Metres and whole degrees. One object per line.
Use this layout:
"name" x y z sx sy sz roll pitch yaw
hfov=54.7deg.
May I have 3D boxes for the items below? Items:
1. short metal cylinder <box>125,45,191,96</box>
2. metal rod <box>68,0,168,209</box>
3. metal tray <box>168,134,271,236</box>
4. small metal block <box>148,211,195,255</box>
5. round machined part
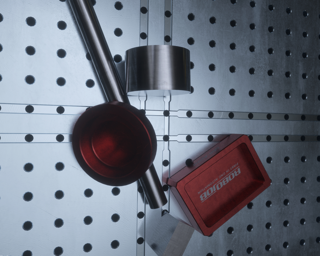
"short metal cylinder" -0.003 -0.068 0.383 0.081 0.080 0.050 -2 91 -20
"metal rod" -0.053 -0.037 0.393 0.025 0.025 0.298 -23 98 -19
"metal tray" 0.087 0.078 0.443 0.131 0.030 0.090 -33 101 -17
"small metal block" 0.014 0.143 0.406 0.025 0.050 0.050 31 80 -18
"round machined part" -0.050 0.016 0.369 0.098 0.042 0.097 4 104 15
